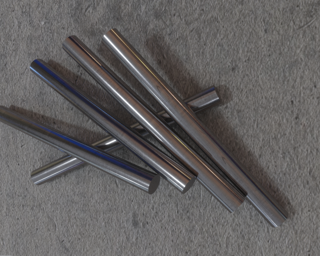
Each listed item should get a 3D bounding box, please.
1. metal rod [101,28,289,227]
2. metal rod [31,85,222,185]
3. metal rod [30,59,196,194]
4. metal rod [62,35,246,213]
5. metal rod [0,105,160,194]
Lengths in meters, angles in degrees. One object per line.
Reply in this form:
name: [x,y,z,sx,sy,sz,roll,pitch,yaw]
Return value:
metal rod: [0.038,-0.003,0.371,0.025,0.025,0.300,-44,86,15]
metal rod: [-0.058,0.017,0.429,0.300,0.025,0.025,-24,82,18]
metal rod: [-0.077,-0.015,0.414,0.300,0.025,0.025,36,102,24]
metal rod: [-0.016,-0.013,0.386,0.300,0.025,0.025,44,104,12]
metal rod: [-0.132,0.021,0.433,0.300,0.025,0.025,20,97,27]
